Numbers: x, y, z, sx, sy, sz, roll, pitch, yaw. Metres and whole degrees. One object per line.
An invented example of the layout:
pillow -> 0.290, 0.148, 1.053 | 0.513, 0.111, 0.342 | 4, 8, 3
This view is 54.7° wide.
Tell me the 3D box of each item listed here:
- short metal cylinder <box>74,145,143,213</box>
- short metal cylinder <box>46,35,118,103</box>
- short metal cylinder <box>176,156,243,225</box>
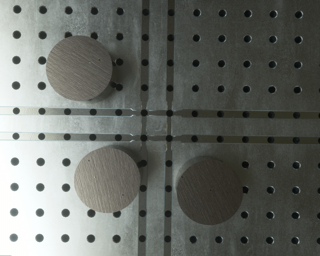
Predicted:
short metal cylinder -> -0.064, 0.063, 0.400 | 0.081, 0.050, 0.079 | 0, 90, 0
short metal cylinder -> -0.098, -0.073, 0.400 | 0.081, 0.050, 0.079 | 0, 90, 0
short metal cylinder -> 0.061, 0.078, 0.401 | 0.081, 0.050, 0.079 | 0, 90, 0
